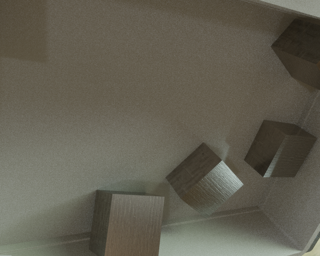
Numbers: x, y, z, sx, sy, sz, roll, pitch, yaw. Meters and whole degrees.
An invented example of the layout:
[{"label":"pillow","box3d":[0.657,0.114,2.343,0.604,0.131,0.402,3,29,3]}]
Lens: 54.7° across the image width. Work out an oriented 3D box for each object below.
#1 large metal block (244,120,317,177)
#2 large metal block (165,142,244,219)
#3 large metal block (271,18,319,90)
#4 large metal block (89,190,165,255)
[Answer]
[{"label":"large metal block","box3d":[0.203,0.036,0.526,0.081,0.050,0.079,6,116,-31]},{"label":"large metal block","box3d":[0.070,0.083,0.481,0.080,0.050,0.080,-43,129,2]},{"label":"large metal block","box3d":[0.215,-0.098,0.430,0.080,0.080,0.050,35,99,-39]},{"label":"large metal block","box3d":[-0.045,0.130,0.426,0.081,0.050,0.080,12,80,-33]}]
